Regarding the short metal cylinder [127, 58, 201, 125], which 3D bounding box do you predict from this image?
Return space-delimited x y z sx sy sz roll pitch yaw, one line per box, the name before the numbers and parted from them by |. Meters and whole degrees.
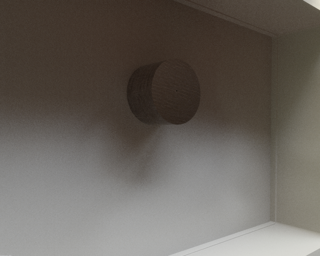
short metal cylinder | 0.005 -0.044 0.394 0.081 0.050 0.080 0 90 -40
